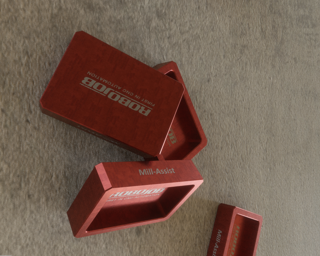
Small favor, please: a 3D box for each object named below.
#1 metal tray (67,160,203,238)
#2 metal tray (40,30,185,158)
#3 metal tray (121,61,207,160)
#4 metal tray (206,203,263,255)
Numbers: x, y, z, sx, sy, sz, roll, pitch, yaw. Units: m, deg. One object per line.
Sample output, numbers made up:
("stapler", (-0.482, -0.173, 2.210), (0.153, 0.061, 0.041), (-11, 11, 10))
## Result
("metal tray", (-0.025, 0.076, 0.346), (0.131, 0.089, 0.030), (3, 44, -40))
("metal tray", (-0.048, -0.033, 0.333), (0.131, 0.030, 0.090), (26, 74, -16))
("metal tray", (0.005, -0.011, 0.407), (0.091, 0.030, 0.129), (-38, 113, -34))
("metal tray", (0.120, 0.197, 0.505), (0.090, 0.030, 0.130), (27, 73, -37))
